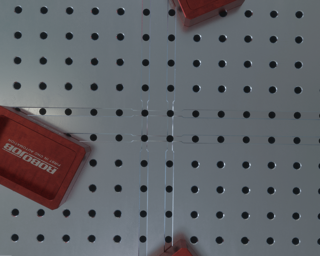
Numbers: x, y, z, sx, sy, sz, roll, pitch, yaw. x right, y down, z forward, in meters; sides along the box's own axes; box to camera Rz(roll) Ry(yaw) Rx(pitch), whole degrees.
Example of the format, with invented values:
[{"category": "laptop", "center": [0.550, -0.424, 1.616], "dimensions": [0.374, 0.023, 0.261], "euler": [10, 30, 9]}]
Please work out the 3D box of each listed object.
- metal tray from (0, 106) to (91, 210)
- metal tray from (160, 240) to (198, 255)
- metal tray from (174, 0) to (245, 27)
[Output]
[{"category": "metal tray", "center": [-0.171, 0.038, 0.409], "dimensions": [0.130, 0.030, 0.090], "euler": [27, 90, 0]}, {"category": "metal tray", "center": [0.008, 0.226, 0.411], "dimensions": [0.130, 0.030, 0.090], "euler": [-38, 90, 0]}, {"category": "metal tray", "center": [0.051, -0.214, 0.410], "dimensions": [0.090, 0.030, 0.130], "euler": [-23, 90, 0]}]
